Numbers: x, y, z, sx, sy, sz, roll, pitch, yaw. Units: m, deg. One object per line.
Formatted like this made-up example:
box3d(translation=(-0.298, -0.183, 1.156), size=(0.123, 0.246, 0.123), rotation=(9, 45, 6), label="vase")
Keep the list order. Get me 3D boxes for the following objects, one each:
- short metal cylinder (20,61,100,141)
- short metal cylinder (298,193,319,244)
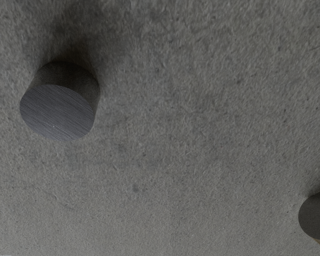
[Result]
box3d(translation=(-0.114, -0.031, 0.363), size=(0.081, 0.050, 0.079), rotation=(0, 130, 0), label="short metal cylinder")
box3d(translation=(0.278, 0.153, 0.506), size=(0.080, 0.080, 0.050), rotation=(-35, 122, 26), label="short metal cylinder")
